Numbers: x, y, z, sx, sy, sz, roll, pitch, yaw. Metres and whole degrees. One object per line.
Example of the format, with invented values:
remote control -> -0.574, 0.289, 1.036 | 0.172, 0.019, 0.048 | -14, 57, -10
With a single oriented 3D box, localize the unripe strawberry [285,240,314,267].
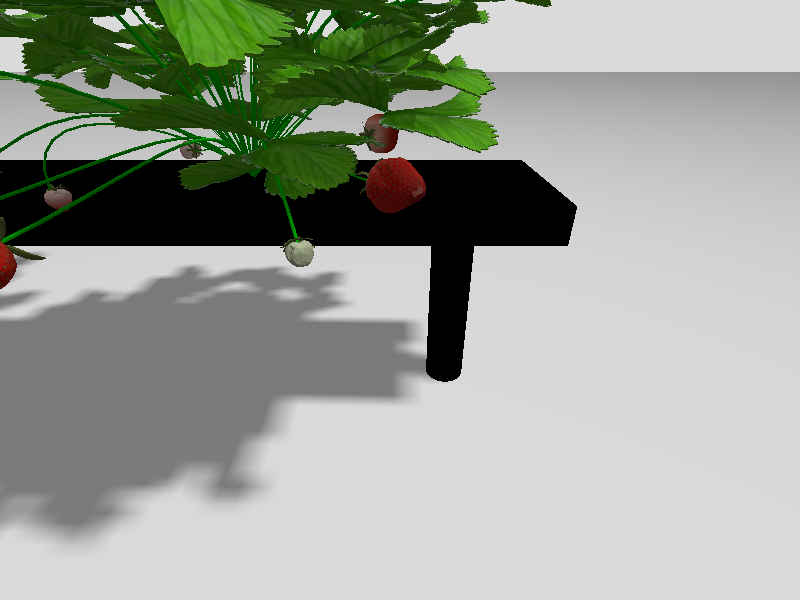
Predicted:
unripe strawberry -> -0.048, -0.022, 0.193 | 0.014, 0.012, 0.012 | -13, -13, -20

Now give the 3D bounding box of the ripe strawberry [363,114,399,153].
ripe strawberry -> -0.018, -0.180, 0.432 | 0.037, 0.039, 0.040 | 26, 39, 36

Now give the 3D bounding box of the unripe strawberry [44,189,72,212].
unripe strawberry -> -0.223, -0.065, 0.263 | 0.015, 0.015, 0.016 | -26, 40, -36

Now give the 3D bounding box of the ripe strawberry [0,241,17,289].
ripe strawberry -> -0.181, -0.017, 0.162 | 0.031, 0.036, 0.034 | 8, 33, 13

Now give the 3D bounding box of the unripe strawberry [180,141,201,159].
unripe strawberry -> -0.209, -0.150, 0.399 | 0.020, 0.017, 0.020 | 22, 38, 33

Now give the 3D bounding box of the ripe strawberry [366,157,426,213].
ripe strawberry -> -0.002, -0.071, 0.252 | 0.035, 0.034, 0.038 | 23, 38, 31
